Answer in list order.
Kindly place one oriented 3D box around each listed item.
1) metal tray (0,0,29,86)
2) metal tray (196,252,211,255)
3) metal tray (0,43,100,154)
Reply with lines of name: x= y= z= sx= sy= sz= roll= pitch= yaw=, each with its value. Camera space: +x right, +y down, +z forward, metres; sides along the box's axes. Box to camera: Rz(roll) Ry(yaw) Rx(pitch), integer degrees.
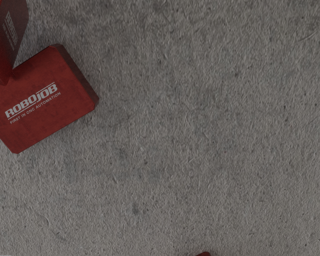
metal tray: x=-0.160 y=-0.098 z=0.300 sx=0.030 sy=0.130 sz=0.090 roll=17 pitch=82 yaw=-17
metal tray: x=0.071 y=0.274 z=0.509 sx=0.090 sy=0.030 sz=0.130 roll=-29 pitch=108 yaw=10
metal tray: x=-0.156 y=-0.035 z=0.393 sx=0.130 sy=0.030 sz=0.090 roll=-29 pitch=108 yaw=10
